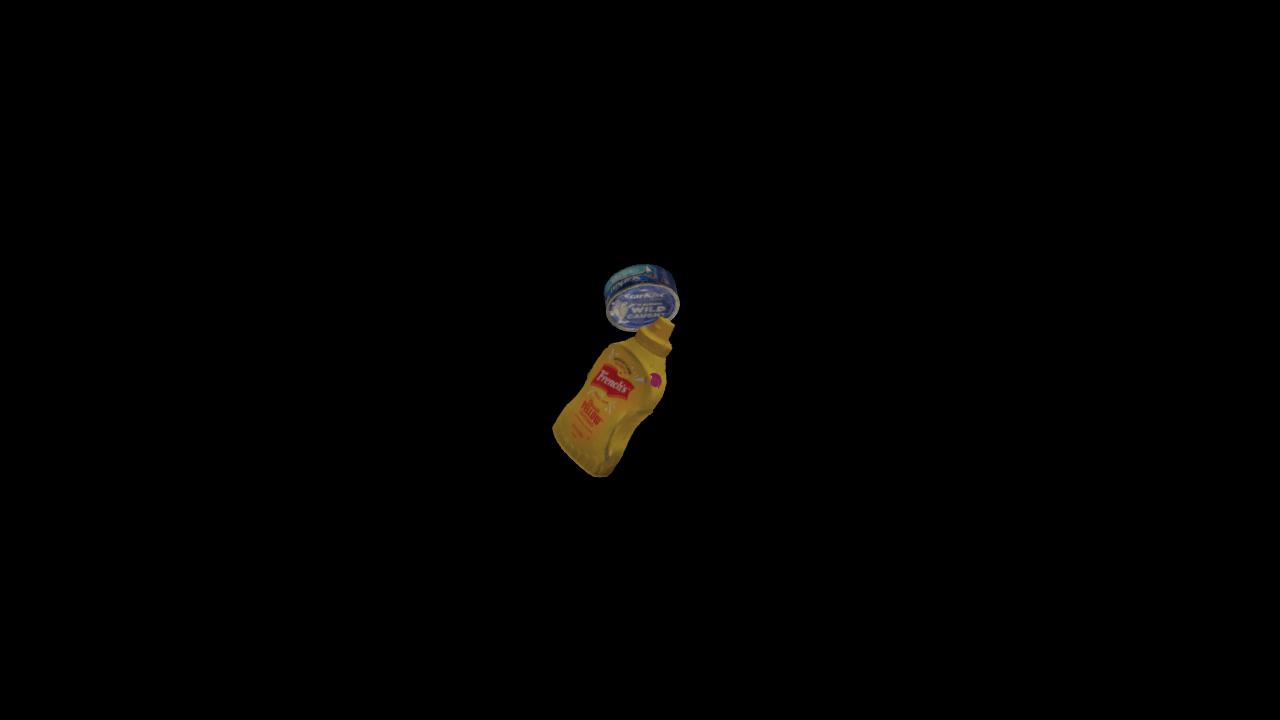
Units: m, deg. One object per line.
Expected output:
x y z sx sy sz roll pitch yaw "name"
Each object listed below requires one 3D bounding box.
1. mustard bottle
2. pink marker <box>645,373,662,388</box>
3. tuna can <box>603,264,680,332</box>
-0.019 0.031 0.674 0.054 0.184 0.092 20 19 -48 "mustard bottle"
-0.006 0.012 0.688 0.020 0.020 0.121 0 11 -22 "pink marker"
0.002 -0.070 0.696 0.084 0.034 0.084 -7 -33 -4 "tuna can"
